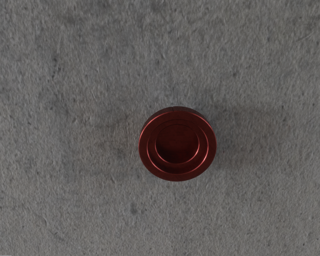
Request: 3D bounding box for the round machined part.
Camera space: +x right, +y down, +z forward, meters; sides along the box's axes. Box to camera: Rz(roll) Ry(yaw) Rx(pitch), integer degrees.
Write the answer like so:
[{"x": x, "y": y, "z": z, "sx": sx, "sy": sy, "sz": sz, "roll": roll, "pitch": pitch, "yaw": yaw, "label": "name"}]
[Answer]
[{"x": 0.022, "y": 0.018, "z": 0.408, "sx": 0.099, "sy": 0.042, "sz": 0.097, "roll": 0, "pitch": 110, "yaw": -1, "label": "round machined part"}]
